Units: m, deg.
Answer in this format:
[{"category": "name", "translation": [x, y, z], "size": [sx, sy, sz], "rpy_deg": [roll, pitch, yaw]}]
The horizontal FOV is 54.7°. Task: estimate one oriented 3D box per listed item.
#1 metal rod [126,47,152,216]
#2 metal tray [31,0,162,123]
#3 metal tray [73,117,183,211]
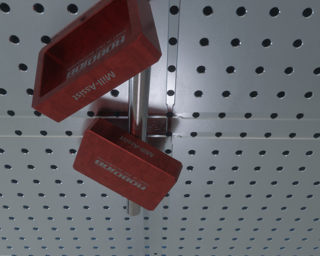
[{"category": "metal rod", "translation": [-0.033, 0.027, 0.433], "size": [0.025, 0.025, 0.298], "rpy_deg": [3, 130, -3]}, {"category": "metal tray", "translation": [-0.066, -0.072, 0.303], "size": [0.130, 0.090, 0.030], "rpy_deg": [-28, 140, 21]}, {"category": "metal tray", "translation": [-0.046, 0.052, 0.421], "size": [0.130, 0.030, 0.089], "rpy_deg": [29, 132, -2]}]
